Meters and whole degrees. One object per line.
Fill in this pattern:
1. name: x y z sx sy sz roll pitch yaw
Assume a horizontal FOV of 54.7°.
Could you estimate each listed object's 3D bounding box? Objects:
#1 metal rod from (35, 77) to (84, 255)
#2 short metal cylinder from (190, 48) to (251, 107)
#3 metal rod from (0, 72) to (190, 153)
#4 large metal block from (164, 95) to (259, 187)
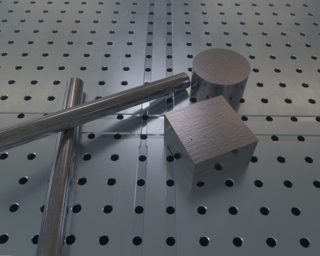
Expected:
1. metal rod: -0.115 0.049 0.365 0.025 0.025 0.300 -3 50 -3
2. short metal cylinder: 0.086 -0.072 0.452 0.081 0.050 0.080 0 50 0
3. metal rod: -0.086 -0.023 0.398 0.302 0.025 0.025 -22 53 -28
4. large metal block: 0.058 0.014 0.380 0.081 0.050 0.080 -18 53 -15
